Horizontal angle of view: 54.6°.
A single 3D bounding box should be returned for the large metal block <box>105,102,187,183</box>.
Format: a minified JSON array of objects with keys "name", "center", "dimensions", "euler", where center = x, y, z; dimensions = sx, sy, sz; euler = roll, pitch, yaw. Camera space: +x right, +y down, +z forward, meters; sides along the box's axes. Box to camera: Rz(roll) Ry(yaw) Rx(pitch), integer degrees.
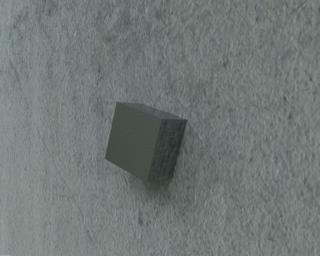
[{"name":"large metal block","center":[-0.020,0.016,0.406],"dimensions":[0.080,0.050,0.080],"euler":[22,104,38]}]
